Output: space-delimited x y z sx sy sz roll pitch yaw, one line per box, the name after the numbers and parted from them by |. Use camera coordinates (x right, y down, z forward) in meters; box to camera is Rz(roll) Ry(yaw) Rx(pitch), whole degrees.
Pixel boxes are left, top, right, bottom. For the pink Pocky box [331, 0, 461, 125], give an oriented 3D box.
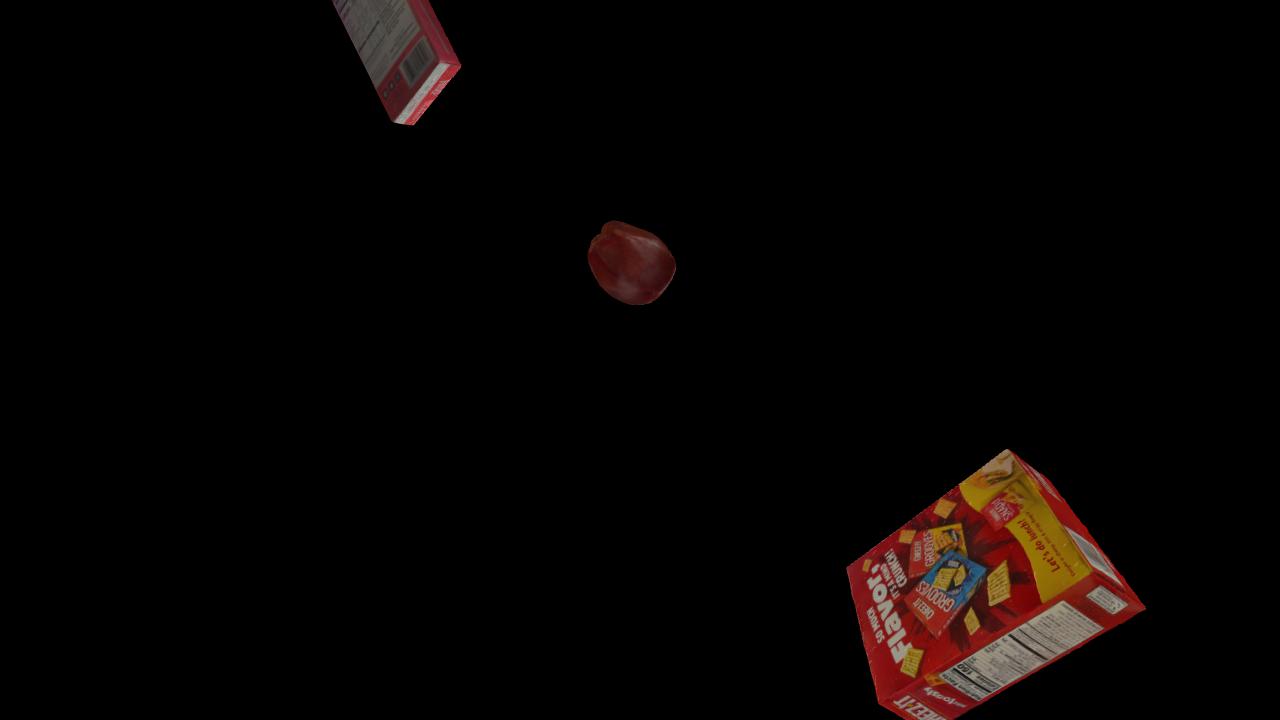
-0.225 -0.304 0.556 0.084 0.155 0.029 -31 -6 32 | pink Pocky box

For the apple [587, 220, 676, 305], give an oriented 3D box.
-0.008 -0.099 0.640 0.093 0.079 0.079 31 -12 -20 | apple

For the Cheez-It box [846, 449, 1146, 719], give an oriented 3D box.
0.307 0.213 0.577 0.071 0.223 0.166 35 25 -10 | Cheez-It box
